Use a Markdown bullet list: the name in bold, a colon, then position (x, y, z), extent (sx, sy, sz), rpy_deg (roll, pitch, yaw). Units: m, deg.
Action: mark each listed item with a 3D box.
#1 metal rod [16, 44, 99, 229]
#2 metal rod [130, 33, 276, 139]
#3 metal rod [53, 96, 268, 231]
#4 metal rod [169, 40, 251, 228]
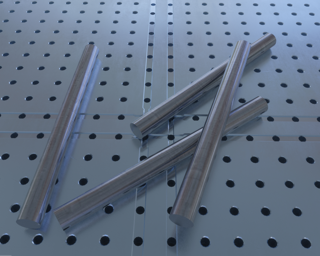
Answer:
- **metal rod**: position (-0.125, -0.014, 0.419), extent (0.025, 0.025, 0.300), rpy_deg (3, 50, 3)
- **metal rod**: position (0.079, -0.074, 0.470), extent (0.302, 0.025, 0.025), rpy_deg (-35, 58, -26)
- **metal rod**: position (0.018, 0.032, 0.380), extent (0.302, 0.025, 0.025), rpy_deg (-28, 55, -22)
- **metal rod**: position (0.074, -0.018, 0.389), extent (0.025, 0.025, 0.301), rpy_deg (16, 52, 13)
